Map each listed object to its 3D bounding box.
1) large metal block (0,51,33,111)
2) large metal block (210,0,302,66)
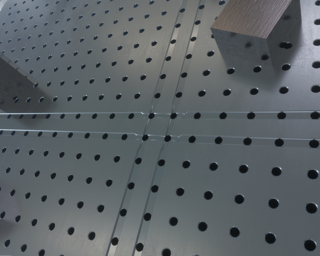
[{"bbox_3d":[-0.310,-0.094,0.596,0.080,0.080,0.050,-44,51,-2],"label":"large metal block"},{"bbox_3d":[0.128,-0.138,0.411,0.080,0.050,0.080,26,76,37],"label":"large metal block"}]
